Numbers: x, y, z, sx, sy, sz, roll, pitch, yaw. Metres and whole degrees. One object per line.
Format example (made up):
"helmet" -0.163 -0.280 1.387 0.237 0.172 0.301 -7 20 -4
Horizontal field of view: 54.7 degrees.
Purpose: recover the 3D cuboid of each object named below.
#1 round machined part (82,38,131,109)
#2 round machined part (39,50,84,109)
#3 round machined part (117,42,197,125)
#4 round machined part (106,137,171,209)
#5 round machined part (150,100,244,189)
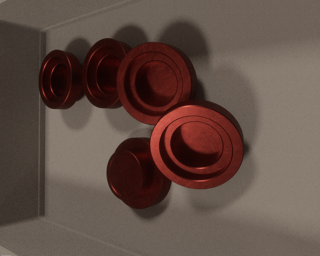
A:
"round machined part" -0.066 -0.076 0.448 0.098 0.042 0.097 0 90 39
"round machined part" -0.161 -0.080 0.525 0.098 0.042 0.097 0 90 39
"round machined part" -0.001 -0.055 0.382 0.098 0.042 0.097 5 103 23
"round machined part" -0.035 0.062 0.423 0.098 0.042 0.097 0 90 39
"round machined part" 0.042 0.015 0.341 0.098 0.042 0.097 5 114 12
